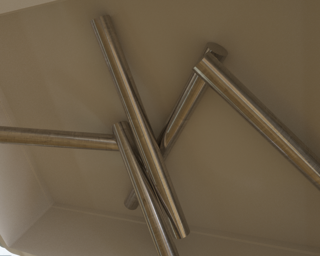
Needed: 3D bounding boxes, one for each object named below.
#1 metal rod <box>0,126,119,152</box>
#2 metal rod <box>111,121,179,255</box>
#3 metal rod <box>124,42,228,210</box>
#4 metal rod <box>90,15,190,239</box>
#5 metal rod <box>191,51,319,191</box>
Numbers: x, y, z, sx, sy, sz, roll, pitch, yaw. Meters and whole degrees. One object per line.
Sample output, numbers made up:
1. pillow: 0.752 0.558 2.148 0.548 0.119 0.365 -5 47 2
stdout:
1. metal rod: -0.207 0.011 0.439 0.302 0.025 0.025 4 125 -6
2. metal rod: -0.002 0.128 0.398 0.025 0.025 0.299 -36 69 38
3. metal rod: 0.006 0.021 0.417 0.025 0.025 0.298 33 129 7
4. metal rod: -0.021 0.008 0.396 0.025 0.025 0.298 -13 104 33
5. metal rod: 0.151 0.031 0.331 0.300 0.025 0.025 42 129 -8
